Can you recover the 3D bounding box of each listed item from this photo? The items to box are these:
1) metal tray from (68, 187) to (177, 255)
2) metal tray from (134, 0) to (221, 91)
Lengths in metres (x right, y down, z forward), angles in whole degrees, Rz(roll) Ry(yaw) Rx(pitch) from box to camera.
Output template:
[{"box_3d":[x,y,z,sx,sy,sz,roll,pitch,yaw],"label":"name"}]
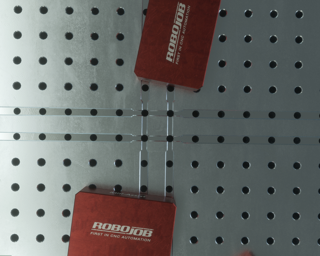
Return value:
[{"box_3d":[-0.049,0.133,0.411,0.131,0.030,0.090,7,90,0],"label":"metal tray"},{"box_3d":[0.023,-0.121,0.411,0.090,0.030,0.129,12,90,0],"label":"metal tray"}]
